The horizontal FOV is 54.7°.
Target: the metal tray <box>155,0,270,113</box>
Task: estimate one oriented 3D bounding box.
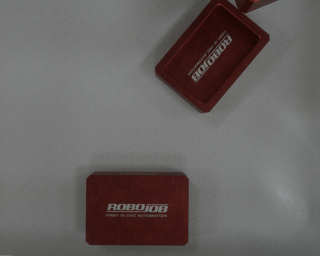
[{"bbox_3d":[0.067,-0.095,0.409,0.090,0.030,0.130,40,90,0],"label":"metal tray"}]

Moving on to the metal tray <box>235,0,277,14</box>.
[{"bbox_3d":[0.096,-0.188,0.291,0.090,0.030,0.129,-23,90,0],"label":"metal tray"}]

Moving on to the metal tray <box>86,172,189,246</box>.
[{"bbox_3d":[-0.029,0.105,0.409,0.131,0.030,0.089,1,90,0],"label":"metal tray"}]
